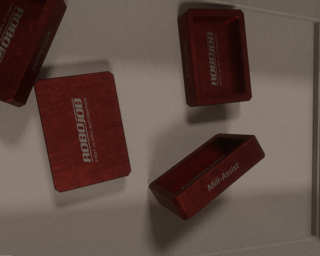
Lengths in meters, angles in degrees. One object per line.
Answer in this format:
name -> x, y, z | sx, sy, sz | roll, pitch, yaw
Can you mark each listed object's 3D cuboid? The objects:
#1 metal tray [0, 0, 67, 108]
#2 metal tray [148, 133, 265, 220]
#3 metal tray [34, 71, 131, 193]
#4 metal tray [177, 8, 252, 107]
metal tray -> -0.168, -0.097, 0.329 | 0.090, 0.030, 0.130 | 20, 83, 1
metal tray -> 0.057, 0.055, 0.398 | 0.131, 0.090, 0.030 | -34, 102, -17
metal tray -> -0.092, 0.003, 0.374 | 0.091, 0.030, 0.129 | -11, 94, -20
metal tray -> 0.078, -0.098, 0.437 | 0.091, 0.030, 0.129 | -7, 93, -20
